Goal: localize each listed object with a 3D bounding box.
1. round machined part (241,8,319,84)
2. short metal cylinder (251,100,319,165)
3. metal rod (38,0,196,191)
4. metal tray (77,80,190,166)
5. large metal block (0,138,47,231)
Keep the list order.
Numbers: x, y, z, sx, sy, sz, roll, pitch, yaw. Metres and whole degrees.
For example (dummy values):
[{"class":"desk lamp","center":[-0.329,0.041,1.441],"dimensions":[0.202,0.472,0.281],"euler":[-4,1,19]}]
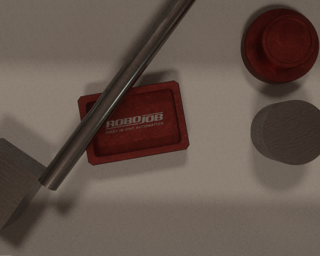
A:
[{"class":"round machined part","center":[0.160,-0.108,0.405],"dimensions":[0.099,0.042,0.097],"euler":[0,90,-1]},{"class":"short metal cylinder","center":[0.165,0.005,0.401],"dimensions":[0.081,0.050,0.079],"euler":[0,90,-1]},{"class":"metal rod","center":[-0.048,-0.052,0.380],"dimensions":[0.025,0.025,0.299],"euler":[36,88,-1]},{"class":"metal tray","center":[-0.034,-0.007,0.408],"dimensions":[0.131,0.030,0.089],"euler":[-10,90,-1]},{"class":"large metal block","center":[-0.203,0.069,0.396],"dimensions":[0.080,0.050,0.080],"euler":[35,90,-1]}]
